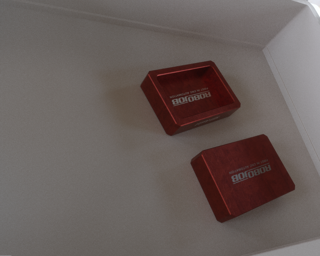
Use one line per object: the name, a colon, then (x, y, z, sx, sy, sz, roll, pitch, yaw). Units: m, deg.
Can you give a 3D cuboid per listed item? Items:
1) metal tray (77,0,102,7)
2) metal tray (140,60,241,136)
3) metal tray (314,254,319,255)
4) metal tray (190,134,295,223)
metal tray: (-0.089, -0.255, 0.478, 0.090, 0.030, 0.130, -14, 61, 11)
metal tray: (0.048, -0.048, 0.456, 0.131, 0.030, 0.090, -17, 71, -35)
metal tray: (0.192, 0.172, 0.364, 0.131, 0.090, 0.030, -3, 64, -30)
metal tray: (0.116, 0.064, 0.425, 0.131, 0.030, 0.090, -11, 68, -33)
